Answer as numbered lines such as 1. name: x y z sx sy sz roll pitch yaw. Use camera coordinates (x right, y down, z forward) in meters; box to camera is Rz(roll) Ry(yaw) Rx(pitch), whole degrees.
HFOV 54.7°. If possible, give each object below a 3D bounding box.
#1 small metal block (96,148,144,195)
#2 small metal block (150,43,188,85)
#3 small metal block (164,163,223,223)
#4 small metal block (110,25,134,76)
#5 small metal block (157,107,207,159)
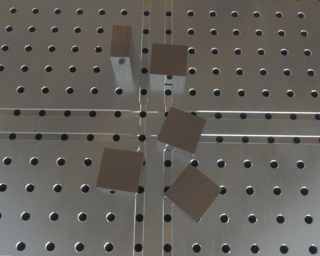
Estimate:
1. small metal block: -0.048 0.055 0.391 0.050 0.025 0.050 8 70 2
2. small metal block: 0.013 -0.092 0.445 0.050 0.025 0.050 4 70 1
3. small metal block: 0.040 0.081 0.383 0.050 0.025 0.050 38 74 12
4. small metal block: -0.052 -0.108 0.437 0.025 0.050 0.050 1 70 0
5. small metal block: 0.028 0.006 0.410 0.050 0.025 0.050 20 71 7
